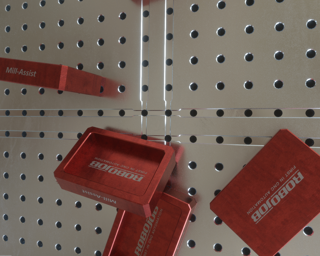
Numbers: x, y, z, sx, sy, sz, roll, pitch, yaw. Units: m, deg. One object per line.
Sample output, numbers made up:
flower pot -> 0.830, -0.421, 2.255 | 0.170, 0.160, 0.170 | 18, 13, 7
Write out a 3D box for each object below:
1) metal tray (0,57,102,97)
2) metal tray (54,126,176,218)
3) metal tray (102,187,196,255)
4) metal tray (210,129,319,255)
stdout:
metal tray -> -0.160, -0.071, 0.432 | 0.130, 0.090, 0.030 | 10, 94, 19
metal tray -> -0.056, 0.051, 0.399 | 0.130, 0.090, 0.030 | 13, 139, 19
metal tray -> -0.017, 0.140, 0.414 | 0.090, 0.030, 0.129 | 22, 97, 18
metal tray -> 0.134, 0.076, 0.363 | 0.090, 0.030, 0.130 | 43, 103, 14
